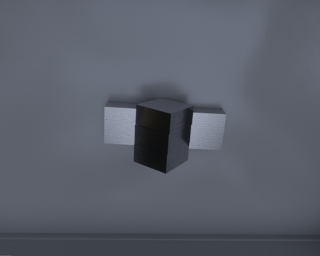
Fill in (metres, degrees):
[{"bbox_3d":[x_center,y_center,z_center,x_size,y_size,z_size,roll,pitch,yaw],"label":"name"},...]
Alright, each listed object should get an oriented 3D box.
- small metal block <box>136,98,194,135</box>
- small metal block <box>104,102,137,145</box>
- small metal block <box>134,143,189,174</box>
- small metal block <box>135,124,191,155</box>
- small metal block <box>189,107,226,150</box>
[{"bbox_3d":[0.006,-0.016,0.379,0.050,0.050,0.025,17,113,32],"label":"small metal block"},{"bbox_3d":[-0.046,-0.006,0.407,0.050,0.025,0.050,4,110,-2],"label":"small metal block"},{"bbox_3d":[0.002,0.031,0.397,0.050,0.050,0.025,16,113,33],"label":"small metal block"},{"bbox_3d":[0.004,0.007,0.388,0.050,0.050,0.025,16,113,33],"label":"small metal block"},{"bbox_3d":[0.057,0.000,0.411,0.050,0.025,0.050,3,110,-2],"label":"small metal block"}]
